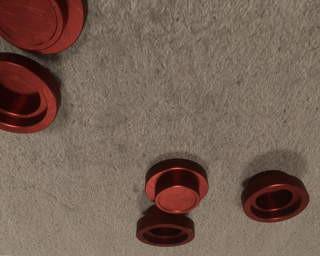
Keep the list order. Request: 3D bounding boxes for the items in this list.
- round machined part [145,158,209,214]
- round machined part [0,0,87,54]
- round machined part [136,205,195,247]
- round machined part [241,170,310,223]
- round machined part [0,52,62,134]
[{"bbox_3d":[0.026,0.095,0.478,0.099,0.042,0.097,-1,130,0],"label":"round machined part"},{"bbox_3d":[-0.123,-0.114,0.297,0.099,0.042,0.097,-1,130,0],"label":"round machined part"},{"bbox_3d":[0.010,0.165,0.531,0.099,0.042,0.097,0,139,1],"label":"round machined part"},{"bbox_3d":[0.177,0.104,0.487,0.099,0.042,0.097,-1,130,0],"label":"round machined part"},{"bbox_3d":[-0.164,-0.043,0.357,0.099,0.042,0.097,-1,130,0],"label":"round machined part"}]
